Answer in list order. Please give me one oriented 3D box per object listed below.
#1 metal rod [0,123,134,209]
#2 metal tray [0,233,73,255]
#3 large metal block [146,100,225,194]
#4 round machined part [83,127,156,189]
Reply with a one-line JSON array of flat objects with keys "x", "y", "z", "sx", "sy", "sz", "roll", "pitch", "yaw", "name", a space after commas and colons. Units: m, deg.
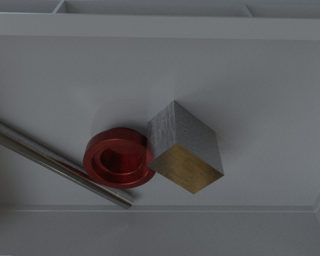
[{"x": -0.160, "y": 0.045, "z": 0.444, "sx": 0.301, "sy": 0.025, "sz": 0.025, "roll": 36, "pitch": 121, "yaw": -27, "name": "metal rod"}, {"x": -0.257, "y": 0.269, "z": 0.633, "sx": 0.090, "sy": 0.030, "sz": 0.130, "roll": -36, "pitch": 122, "yaw": 26, "name": "metal tray"}, {"x": 0.030, "y": 0.024, "z": 0.394, "sx": 0.080, "sy": 0.080, "sz": 0.050, "roll": 35, "pitch": 122, "yaw": -26, "name": "large metal block"}, {"x": -0.053, "y": 0.037, "z": 0.429, "sx": 0.099, "sy": 0.042, "sz": 0.097, "roll": -1, "pitch": 130, "yaw": 0, "name": "round machined part"}]
